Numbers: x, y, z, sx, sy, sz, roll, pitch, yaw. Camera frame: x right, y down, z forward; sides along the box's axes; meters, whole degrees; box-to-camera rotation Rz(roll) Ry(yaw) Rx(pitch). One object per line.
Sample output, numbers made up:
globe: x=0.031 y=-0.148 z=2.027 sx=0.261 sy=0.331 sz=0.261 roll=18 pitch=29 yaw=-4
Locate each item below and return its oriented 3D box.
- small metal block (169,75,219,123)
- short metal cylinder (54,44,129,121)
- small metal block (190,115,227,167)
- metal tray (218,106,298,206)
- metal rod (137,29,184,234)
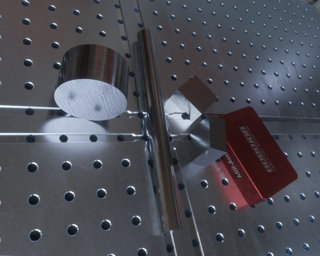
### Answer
small metal block: x=0.052 y=-0.045 z=0.465 sx=0.050 sy=0.025 sz=0.050 roll=46 pitch=51 yaw=4
short metal cylinder: x=-0.078 y=-0.051 z=0.363 sx=0.081 sy=0.080 sz=0.050 roll=13 pitch=56 yaw=-21
small metal block: x=0.064 y=0.018 z=0.418 sx=0.025 sy=0.050 sz=0.050 roll=17 pitch=55 yaw=-19
metal tray: x=0.134 y=0.036 z=0.457 sx=0.091 sy=0.030 sz=0.130 roll=-19 pitch=72 yaw=-35
metal rod: x=-0.005 y=-0.015 z=0.415 sx=0.025 sy=0.025 sz=0.299 roll=6 pitch=59 yaw=-25
